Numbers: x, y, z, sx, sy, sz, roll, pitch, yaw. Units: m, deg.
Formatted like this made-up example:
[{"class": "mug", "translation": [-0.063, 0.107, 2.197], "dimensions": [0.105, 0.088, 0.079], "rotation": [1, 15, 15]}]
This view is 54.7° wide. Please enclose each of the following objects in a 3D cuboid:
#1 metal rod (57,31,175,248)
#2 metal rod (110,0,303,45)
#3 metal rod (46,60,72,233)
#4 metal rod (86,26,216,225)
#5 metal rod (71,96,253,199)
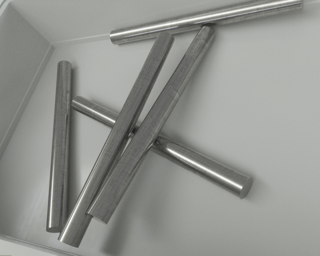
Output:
[{"class": "metal rod", "translation": [-0.046, -0.001, 0.395], "dimensions": [0.025, 0.025, 0.300], "rotation": [10, 66, 32]}, {"class": "metal rod", "translation": [0.050, -0.160, 0.466], "dimensions": [0.300, 0.025, 0.025], "rotation": [-1, 61, 31]}, {"class": "metal rod", "translation": [-0.152, 0.008, 0.478], "dimensions": [0.025, 0.025, 0.299], "rotation": [-21, 54, 15]}, {"class": "metal rod", "translation": [0.001, -0.022, 0.390], "dimensions": [0.025, 0.025, 0.300], "rotation": [12, 59, 33]}, {"class": "metal rod", "translation": [-0.021, 0.011, 0.408], "dimensions": [0.300, 0.025, 0.025], "rotation": [25, 75, 36]}]
